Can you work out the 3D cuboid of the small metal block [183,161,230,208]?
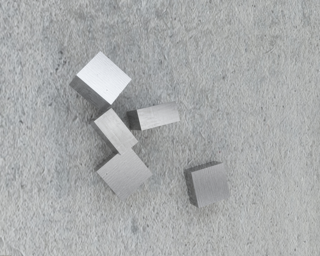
[{"bbox_3d":[0.066,0.078,0.433,0.050,0.025,0.050,-14,95,-20],"label":"small metal block"}]

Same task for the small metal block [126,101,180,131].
[{"bbox_3d":[-0.010,-0.015,0.392,0.050,0.050,0.025,-14,95,-20],"label":"small metal block"}]

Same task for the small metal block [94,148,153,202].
[{"bbox_3d":[-0.047,0.055,0.392,0.050,0.025,0.050,-41,103,-15],"label":"small metal block"}]

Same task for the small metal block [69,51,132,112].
[{"bbox_3d":[-0.071,-0.055,0.372,0.050,0.025,0.050,42,51,-14],"label":"small metal block"}]

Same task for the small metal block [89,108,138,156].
[{"bbox_3d":[-0.058,0.004,0.374,0.025,0.050,0.050,-41,103,-15],"label":"small metal block"}]
